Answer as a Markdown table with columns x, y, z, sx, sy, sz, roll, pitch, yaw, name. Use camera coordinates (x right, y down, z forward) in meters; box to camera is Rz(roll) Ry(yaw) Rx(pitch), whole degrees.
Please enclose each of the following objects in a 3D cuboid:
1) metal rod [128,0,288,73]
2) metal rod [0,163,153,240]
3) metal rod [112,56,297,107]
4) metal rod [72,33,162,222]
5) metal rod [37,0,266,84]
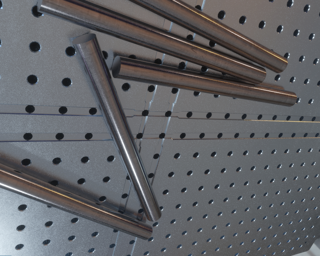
| x | y | z | sx | sy | sz | roll | pitch | yaw | name |
| --- | --- | --- | --- | --- | --- | --- | --- | --- | --- |
| 0.054 | -0.121 | 0.367 | 0.302 | 0.025 | 0.025 | 13 | 111 | -34 | metal rod |
| -0.115 | 0.101 | 0.411 | 0.025 | 0.025 | 0.301 | -49 | 129 | 6 | metal rod |
| 0.081 | -0.057 | 0.421 | 0.302 | 0.025 | 0.025 | 5 | 116 | -31 | metal rod |
| -0.043 | 0.024 | 0.403 | 0.025 | 0.025 | 0.298 | -26 | 128 | -13 | metal rod |
| 0.017 | -0.096 | 0.362 | 0.302 | 0.025 | 0.025 | 10 | 114 | -33 | metal rod |
